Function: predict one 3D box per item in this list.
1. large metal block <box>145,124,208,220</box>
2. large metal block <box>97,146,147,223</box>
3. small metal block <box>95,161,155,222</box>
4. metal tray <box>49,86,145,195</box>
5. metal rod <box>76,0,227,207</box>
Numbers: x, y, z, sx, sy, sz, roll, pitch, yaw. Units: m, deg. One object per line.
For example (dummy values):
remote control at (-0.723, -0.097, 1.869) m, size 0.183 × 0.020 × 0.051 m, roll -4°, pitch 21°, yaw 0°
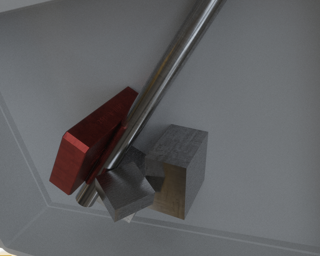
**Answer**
large metal block at (0.023, 0.053, 0.392) m, size 0.050 × 0.080 × 0.079 m, roll 13°, pitch 124°, yaw 21°
large metal block at (-0.050, 0.073, 0.443) m, size 0.080 × 0.080 × 0.050 m, roll 32°, pitch 128°, yaw 7°
small metal block at (-0.041, 0.073, 0.360) m, size 0.050 × 0.050 × 0.025 m, roll 49°, pitch 146°, yaw 34°
metal tray at (-0.073, 0.012, 0.383) m, size 0.030 × 0.131 × 0.089 m, roll 36°, pitch 130°, yaw 5°
metal rod at (-0.019, -0.022, 0.343) m, size 0.025 × 0.025 × 0.298 m, roll 36°, pitch 112°, yaw 4°
